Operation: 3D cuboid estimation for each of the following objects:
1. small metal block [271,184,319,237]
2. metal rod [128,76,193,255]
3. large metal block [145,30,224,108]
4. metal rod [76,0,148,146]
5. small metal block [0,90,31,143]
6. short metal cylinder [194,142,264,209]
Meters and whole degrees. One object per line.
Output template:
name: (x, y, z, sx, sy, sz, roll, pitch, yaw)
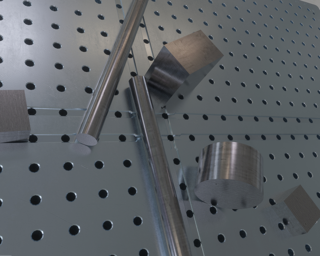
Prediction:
small metal block: (0.196, 0.117, 0.442, 0.050, 0.025, 0.050, -25, 76, -37)
metal rod: (0.003, 0.066, 0.369, 0.025, 0.025, 0.299, -1, 62, -29)
large metal block: (0.030, -0.084, 0.441, 0.081, 0.080, 0.050, -34, 81, -38)
metal rod: (-0.057, -0.106, 0.441, 0.025, 0.025, 0.300, 23, 53, -14)
small metal block: (-0.168, -0.012, 0.325, 0.050, 0.025, 0.050, -5, 64, -31)
short metal cylinder: (0.086, 0.060, 0.383, 0.080, 0.080, 0.050, 24, 53, -14)
